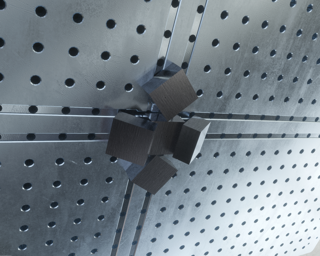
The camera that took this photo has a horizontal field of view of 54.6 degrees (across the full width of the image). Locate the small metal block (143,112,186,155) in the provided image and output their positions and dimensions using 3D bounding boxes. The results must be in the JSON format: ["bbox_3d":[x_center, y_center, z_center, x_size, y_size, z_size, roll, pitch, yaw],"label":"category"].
[{"bbox_3d":[0.000,0.008,0.415,0.050,0.025,0.050,1,117,-29],"label":"small metal block"}]

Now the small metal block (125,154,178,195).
[{"bbox_3d":[-0.011,0.061,0.441,0.050,0.025,0.050,-47,128,5],"label":"small metal block"}]

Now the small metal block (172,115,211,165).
[{"bbox_3d":[0.044,0.015,0.426,0.050,0.025,0.050,-36,146,-61],"label":"small metal block"}]

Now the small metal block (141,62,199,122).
[{"bbox_3d":[0.013,-0.045,0.390,0.050,0.025,0.050,-38,129,-3],"label":"small metal block"}]

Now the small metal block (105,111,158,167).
[{"bbox_3d":[-0.035,0.013,0.383,0.050,0.025,0.050,18,114,3],"label":"small metal block"}]
